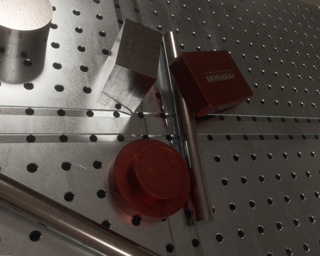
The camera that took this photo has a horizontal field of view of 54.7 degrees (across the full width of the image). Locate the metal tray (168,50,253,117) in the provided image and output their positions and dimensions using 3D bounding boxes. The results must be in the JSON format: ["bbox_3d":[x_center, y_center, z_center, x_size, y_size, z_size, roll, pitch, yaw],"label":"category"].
[{"bbox_3d":[0.082,-0.073,0.475,0.131,0.030,0.090,-17,76,-46],"label":"metal tray"}]

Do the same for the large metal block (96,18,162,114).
[{"bbox_3d":[-0.040,-0.077,0.400,0.050,0.080,0.080,18,55,-18],"label":"large metal block"}]

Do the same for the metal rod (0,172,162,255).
[{"bbox_3d":[-0.084,0.097,0.304,0.301,0.025,0.025,31,52,-9],"label":"metal rod"}]

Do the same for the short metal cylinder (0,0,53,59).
[{"bbox_3d":[-0.177,-0.132,0.378,0.081,0.050,0.080,14,56,-21],"label":"short metal cylinder"}]

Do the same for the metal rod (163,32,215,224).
[{"bbox_3d":[0.035,-0.019,0.439,0.025,0.025,0.299,7,59,-25],"label":"metal rod"}]

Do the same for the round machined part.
[{"bbox_3d":[-0.006,0.055,0.362,0.099,0.042,0.098,14,56,-21],"label":"round machined part"}]
